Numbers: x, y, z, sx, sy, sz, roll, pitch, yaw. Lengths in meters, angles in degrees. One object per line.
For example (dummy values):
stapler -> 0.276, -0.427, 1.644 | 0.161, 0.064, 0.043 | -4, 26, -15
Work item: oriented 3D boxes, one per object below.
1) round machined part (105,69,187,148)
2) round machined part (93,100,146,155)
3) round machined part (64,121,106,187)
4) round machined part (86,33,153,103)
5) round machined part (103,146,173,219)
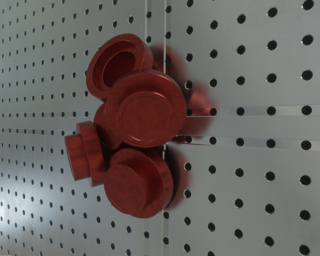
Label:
round machined part -> -0.017, -0.018, 0.372 | 0.042, 0.099, 0.097 | -99, 34, -65
round machined part -> -0.058, -0.003, 0.442 | 0.098, 0.042, 0.097 | 0, 90, 39
round machined part -> -0.113, 0.041, 0.458 | 0.098, 0.042, 0.097 | 167, 90, -70
round machined part -> -0.050, -0.076, 0.423 | 0.098, 0.042, 0.098 | -14, 62, 28
round machined part -> -0.035, 0.074, 0.409 | 0.098, 0.042, 0.097 | 9, 106, 32
